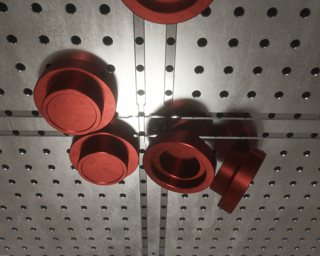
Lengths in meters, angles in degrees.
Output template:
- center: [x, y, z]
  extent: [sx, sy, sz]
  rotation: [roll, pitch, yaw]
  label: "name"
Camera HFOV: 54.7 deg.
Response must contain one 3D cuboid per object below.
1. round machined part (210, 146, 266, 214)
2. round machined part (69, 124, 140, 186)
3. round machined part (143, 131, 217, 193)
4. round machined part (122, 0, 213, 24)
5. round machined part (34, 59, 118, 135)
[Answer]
- center: [0.105, 0.067, 0.433]
  extent: [0.042, 0.099, 0.097]
  rotation: [31, 131, 16]
  label: "round machined part"
- center: [-0.078, 0.044, 0.437]
  extent: [0.099, 0.042, 0.097]
  rotation: [-1, 130, 0]
  label: "round machined part"
- center: [0.029, 0.042, 0.426]
  extent: [0.098, 0.042, 0.097]
  rotation: [10, 131, 12]
  label: "round machined part"
- center: [0.007, -0.147, 0.275]
  extent: [0.099, 0.042, 0.097]
  rotation: [-1, 130, 0]
  label: "round machined part"
- center: [-0.102, -0.029, 0.374]
  extent: [0.099, 0.042, 0.097]
  rotation: [-1, 130, 0]
  label: "round machined part"
